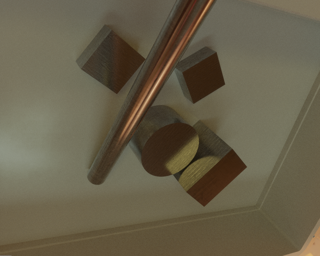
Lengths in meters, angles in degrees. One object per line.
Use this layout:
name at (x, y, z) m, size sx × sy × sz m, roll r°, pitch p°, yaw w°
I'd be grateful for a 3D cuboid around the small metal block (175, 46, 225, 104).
small metal block at (0.051, -0.067, 0.396) m, size 0.050 × 0.025 × 0.050 m, roll -32°, pitch 129°, yaw -8°

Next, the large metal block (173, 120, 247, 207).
large metal block at (0.059, 0.048, 0.437) m, size 0.080 × 0.080 × 0.050 m, roll -43°, pitch 130°, yaw 1°

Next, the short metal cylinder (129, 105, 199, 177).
short metal cylinder at (0.003, 0.017, 0.406) m, size 0.081 × 0.050 × 0.079 m, roll -14°, pitch 125°, yaw -21°

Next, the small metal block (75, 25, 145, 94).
small metal block at (-0.053, -0.073, 0.335) m, size 0.050 × 0.025 × 0.050 m, roll -50°, pitch 129°, yaw 7°

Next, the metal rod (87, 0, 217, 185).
metal rod at (-0.022, -0.023, 0.301) m, size 0.025 × 0.025 × 0.298 m, roll 1°, pitch 144°, yaw -30°
